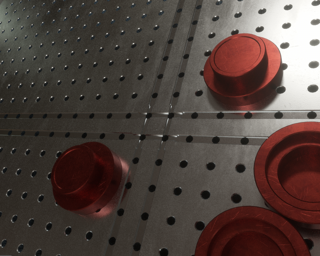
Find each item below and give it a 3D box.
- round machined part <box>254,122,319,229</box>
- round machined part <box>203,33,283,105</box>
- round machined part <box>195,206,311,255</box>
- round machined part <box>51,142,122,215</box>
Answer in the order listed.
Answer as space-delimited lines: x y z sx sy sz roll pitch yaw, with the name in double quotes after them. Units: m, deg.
0.143 0.046 0.294 0.098 0.042 0.098 -13 56 20 "round machined part"
0.102 -0.081 0.393 0.098 0.042 0.098 -13 56 20 "round machined part"
0.084 0.124 0.277 0.098 0.042 0.098 -13 56 20 "round machined part"
-0.104 0.062 0.412 0.098 0.042 0.098 -13 56 20 "round machined part"
